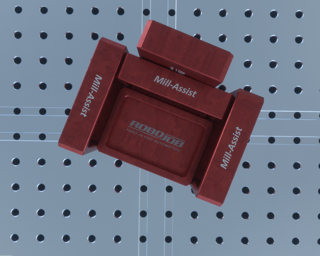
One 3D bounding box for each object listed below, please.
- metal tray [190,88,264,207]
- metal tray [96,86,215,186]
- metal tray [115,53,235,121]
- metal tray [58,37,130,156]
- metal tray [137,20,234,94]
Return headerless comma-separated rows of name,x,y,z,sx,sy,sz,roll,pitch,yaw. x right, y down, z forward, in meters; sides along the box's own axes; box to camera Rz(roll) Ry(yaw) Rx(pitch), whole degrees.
metal tray,0.077,0.021,0.381,0.030,0.090,0.129,22,90,0
metal tray,-0.006,0.011,0.410,0.131,0.030,0.090,22,90,-1
metal tray,0.017,-0.046,0.381,0.131,0.090,0.030,22,91,-1
metal tray,-0.074,-0.035,0.380,0.030,0.090,0.130,22,90,0
metal tray,0.025,-0.075,0.360,0.090,0.130,0.030,22,91,0
